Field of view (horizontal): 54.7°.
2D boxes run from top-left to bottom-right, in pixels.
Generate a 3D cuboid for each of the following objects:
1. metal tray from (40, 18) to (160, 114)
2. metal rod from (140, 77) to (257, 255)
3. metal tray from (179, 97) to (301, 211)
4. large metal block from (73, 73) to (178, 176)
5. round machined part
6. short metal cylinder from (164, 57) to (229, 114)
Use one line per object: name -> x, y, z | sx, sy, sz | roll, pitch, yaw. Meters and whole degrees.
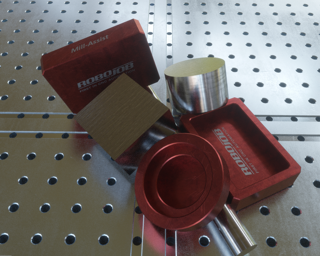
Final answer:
metal tray -> -0.074, -0.077, 0.406 | 0.131, 0.090, 0.030 | -22, 54, 0
metal rod -> 0.020, 0.016, 0.388 | 0.025, 0.025, 0.300 | -20, 53, -16
metal tray -> 0.091, 0.025, 0.379 | 0.091, 0.030, 0.130 | -20, 53, -16
large metal block -> -0.039, -0.005, 0.367 | 0.080, 0.050, 0.080 | -44, 61, -10
round machined part -> 0.026, 0.058, 0.325 | 0.098, 0.042, 0.098 | -13, 62, 26
short metal cylinder -> 0.050, -0.059, 0.417 | 0.080, 0.050, 0.080 | -10, 26, 5
